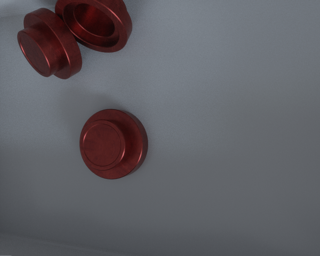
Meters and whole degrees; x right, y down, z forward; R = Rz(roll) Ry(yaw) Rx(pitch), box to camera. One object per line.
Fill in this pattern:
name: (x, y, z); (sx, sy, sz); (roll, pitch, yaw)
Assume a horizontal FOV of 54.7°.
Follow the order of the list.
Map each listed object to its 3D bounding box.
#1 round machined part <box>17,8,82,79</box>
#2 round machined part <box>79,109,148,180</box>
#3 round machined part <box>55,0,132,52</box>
round machined part: (-0.157, -0.110, 0.427); (0.098, 0.097, 0.042); (32, 55, 26)
round machined part: (-0.070, 0.022, 0.426); (0.098, 0.042, 0.097); (0, 90, 20)
round machined part: (-0.083, -0.149, 0.408); (0.098, 0.098, 0.042); (10, 64, 19)
